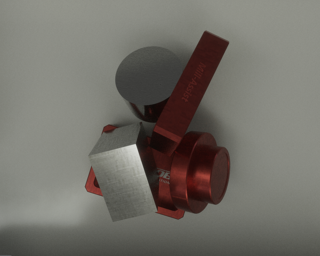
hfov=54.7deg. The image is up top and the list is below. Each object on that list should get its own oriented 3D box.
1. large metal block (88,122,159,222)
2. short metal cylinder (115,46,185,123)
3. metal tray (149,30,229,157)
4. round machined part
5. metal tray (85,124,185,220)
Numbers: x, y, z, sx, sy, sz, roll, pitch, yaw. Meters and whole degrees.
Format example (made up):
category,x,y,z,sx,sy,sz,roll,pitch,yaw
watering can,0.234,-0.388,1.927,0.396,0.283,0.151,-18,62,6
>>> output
category,x,y,z,sx,sy,sz,roll,pitch,yaw
large metal block,-0.037,0.047,0.359,0.050,0.080,0.080,-15,106,6
short metal cylinder,-0.009,-0.053,0.382,0.080,0.050,0.080,-4,67,10
metal tray,0.032,-0.036,0.362,0.030,0.090,0.130,27,74,3
round machined part,0.053,0.054,0.371,0.042,0.098,0.097,6,90,30
metal tray,-0.021,0.056,0.406,0.131,0.030,0.090,17,90,0
